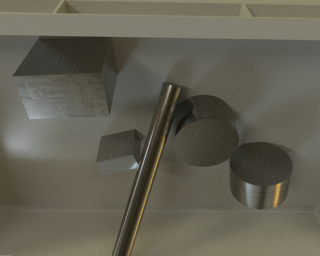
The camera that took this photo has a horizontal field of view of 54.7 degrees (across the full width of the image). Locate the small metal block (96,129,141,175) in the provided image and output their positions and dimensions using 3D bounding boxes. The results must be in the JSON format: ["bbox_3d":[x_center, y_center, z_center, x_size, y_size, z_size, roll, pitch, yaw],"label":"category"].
[{"bbox_3d":[-0.055,0.032,0.419,0.050,0.050,0.025,-13,129,10],"label":"small metal block"}]

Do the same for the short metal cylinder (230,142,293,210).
[{"bbox_3d":[0.138,0.065,0.431,0.080,0.080,0.050,-7,130,5],"label":"short metal cylinder"}]

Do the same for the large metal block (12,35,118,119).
[{"bbox_3d":[-0.092,-0.055,0.325,0.081,0.080,0.050,-2,130,1],"label":"large metal block"}]

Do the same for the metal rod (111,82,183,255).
[{"bbox_3d":[-0.026,0.087,0.404,0.025,0.025,0.298,14,104,-12],"label":"metal rod"}]

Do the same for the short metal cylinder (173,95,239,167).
[{"bbox_3d":[0.056,0.004,0.397,0.081,0.050,0.079,0,130,0],"label":"short metal cylinder"}]
